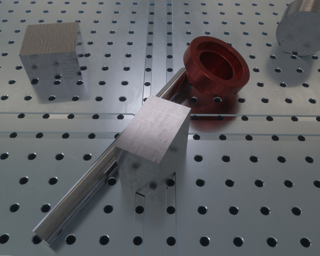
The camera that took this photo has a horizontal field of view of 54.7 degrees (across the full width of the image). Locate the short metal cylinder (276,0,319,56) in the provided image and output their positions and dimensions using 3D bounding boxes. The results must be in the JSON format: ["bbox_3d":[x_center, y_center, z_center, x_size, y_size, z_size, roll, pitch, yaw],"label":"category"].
[{"bbox_3d":[0.240,-0.168,0.515,0.080,0.080,0.050,20,53,16],"label":"short metal cylinder"}]

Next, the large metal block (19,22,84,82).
[{"bbox_3d":[-0.168,-0.123,0.493,0.081,0.050,0.080,-5,50,-5],"label":"large metal block"}]

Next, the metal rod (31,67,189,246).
[{"bbox_3d":[-0.040,0.014,0.394,0.025,0.025,0.301,26,55,20],"label":"metal rod"}]

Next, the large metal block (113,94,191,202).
[{"bbox_3d":[-0.006,0.023,0.352,0.050,0.080,0.080,20,53,16],"label":"large metal block"}]

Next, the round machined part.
[{"bbox_3d":[0.078,-0.085,0.453,0.099,0.042,0.098,14,52,-19],"label":"round machined part"}]
